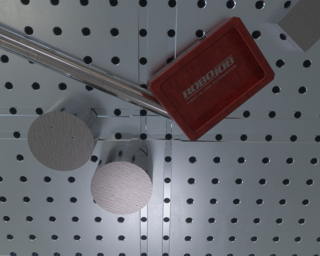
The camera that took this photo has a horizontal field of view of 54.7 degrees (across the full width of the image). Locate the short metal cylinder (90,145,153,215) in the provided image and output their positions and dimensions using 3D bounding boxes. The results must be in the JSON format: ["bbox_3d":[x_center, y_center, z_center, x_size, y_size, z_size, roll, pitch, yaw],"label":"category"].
[{"bbox_3d":[-0.050,0.070,0.426,0.081,0.050,0.079,0,110,0],"label":"short metal cylinder"}]

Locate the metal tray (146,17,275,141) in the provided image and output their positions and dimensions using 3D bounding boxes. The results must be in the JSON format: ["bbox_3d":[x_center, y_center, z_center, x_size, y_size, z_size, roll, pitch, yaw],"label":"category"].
[{"bbox_3d":[0.061,-0.058,0.375,0.130,0.030,0.090,-39,106,0],"label":"metal tray"}]

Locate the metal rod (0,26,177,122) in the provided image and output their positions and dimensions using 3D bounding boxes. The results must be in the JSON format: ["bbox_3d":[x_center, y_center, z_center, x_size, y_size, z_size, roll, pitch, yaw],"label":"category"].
[{"bbox_3d":[-0.115,-0.077,0.383,0.302,0.025,0.025,23,109,-9],"label":"metal rod"}]

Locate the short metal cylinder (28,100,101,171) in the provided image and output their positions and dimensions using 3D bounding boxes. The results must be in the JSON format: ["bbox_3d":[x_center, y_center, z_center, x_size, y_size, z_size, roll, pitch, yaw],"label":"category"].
[{"bbox_3d":[-0.121,0.009,0.402,0.081,0.050,0.079,0,110,0],"label":"short metal cylinder"}]

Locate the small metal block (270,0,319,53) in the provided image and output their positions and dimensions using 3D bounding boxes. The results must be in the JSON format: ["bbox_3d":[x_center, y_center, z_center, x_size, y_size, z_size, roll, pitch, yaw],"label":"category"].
[{"bbox_3d":[0.171,-0.127,0.368,0.050,0.025,0.050,39,105,-14],"label":"small metal block"}]
